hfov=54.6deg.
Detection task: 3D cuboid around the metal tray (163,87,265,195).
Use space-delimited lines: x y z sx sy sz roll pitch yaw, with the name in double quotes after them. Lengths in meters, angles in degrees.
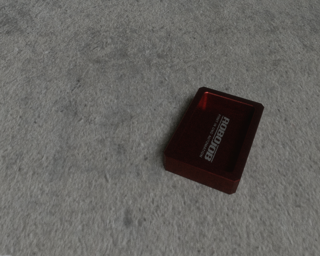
0.070 0.009 0.392 0.090 0.030 0.130 19 53 15 "metal tray"
